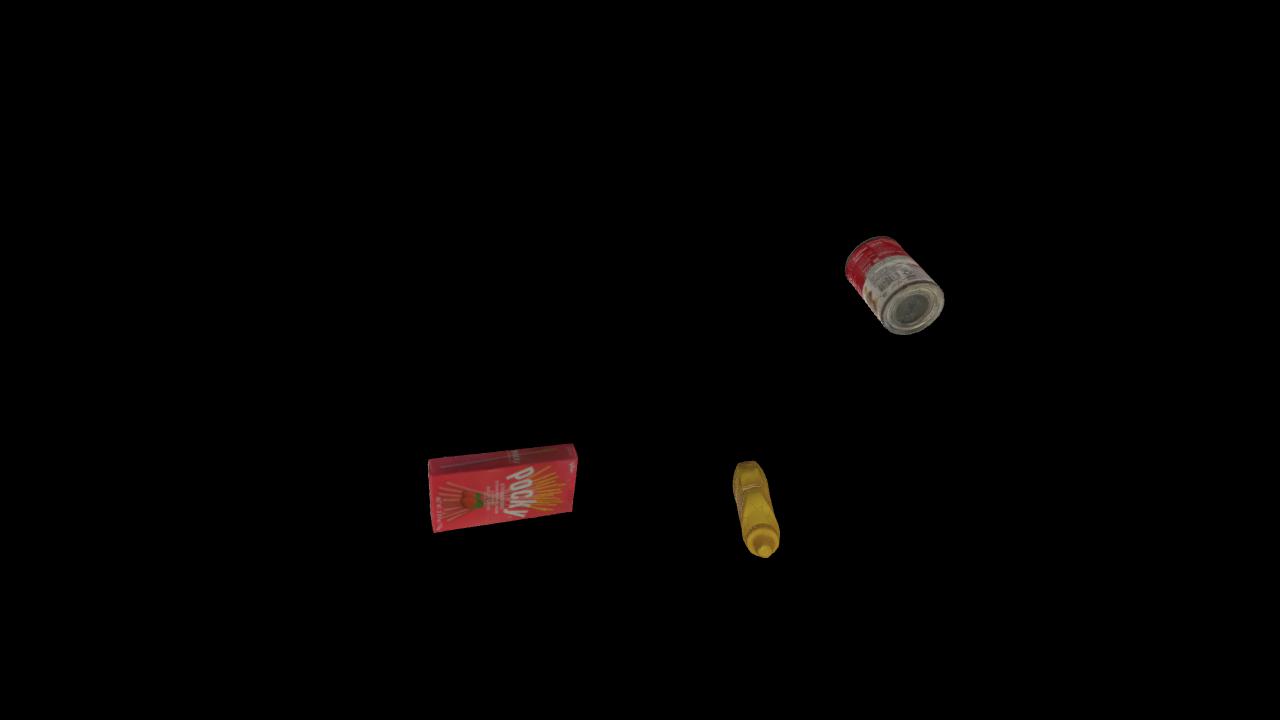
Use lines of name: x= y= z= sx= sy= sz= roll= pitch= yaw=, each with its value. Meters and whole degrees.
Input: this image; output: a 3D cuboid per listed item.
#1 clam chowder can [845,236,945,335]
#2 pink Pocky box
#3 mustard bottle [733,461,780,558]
clam chowder can: x=0.276 y=-0.082 z=0.671 sx=0.068 sy=0.068 sz=0.102 roll=0 pitch=37 yaw=-8
pink Pocky box: x=-0.146 y=0.138 z=0.665 sx=0.155 sy=0.084 sz=0.029 roll=-4 pitch=34 yaw=-20
mustard bottle: x=0.162 y=0.217 z=0.854 sx=0.054 sy=0.092 sz=0.184 roll=-3 pitch=14 yaw=5
